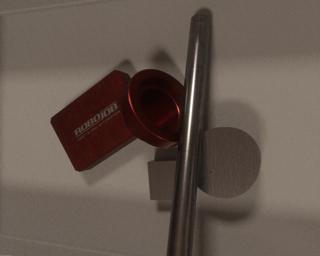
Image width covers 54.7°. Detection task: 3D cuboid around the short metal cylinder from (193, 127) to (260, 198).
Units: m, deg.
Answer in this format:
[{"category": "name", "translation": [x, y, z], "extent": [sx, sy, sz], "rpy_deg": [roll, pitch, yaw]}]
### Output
[{"category": "short metal cylinder", "translation": [0.078, 0.039, 0.369], "extent": [0.080, 0.050, 0.079], "rpy_deg": [0, 90, 19]}]

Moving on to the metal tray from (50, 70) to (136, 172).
[{"category": "metal tray", "translation": [-0.082, -0.008, 0.435], "extent": [0.130, 0.030, 0.090], "rpy_deg": [-33, 80, 16]}]

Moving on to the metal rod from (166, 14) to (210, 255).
[{"category": "metal rod", "translation": [0.034, 0.004, 0.347], "extent": [0.025, 0.025, 0.299], "rpy_deg": [0, 71, 19]}]

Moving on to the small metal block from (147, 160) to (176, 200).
[{"category": "small metal block", "translation": [0.013, 0.067, 0.405], "extent": [0.050, 0.025, 0.050], "rpy_deg": [-5, 88, 19]}]

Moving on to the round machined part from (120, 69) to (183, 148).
[{"category": "round machined part", "translation": [-0.006, -0.020, 0.380], "extent": [0.042, 0.099, 0.098], "rpy_deg": [-37, 77, 46]}]
